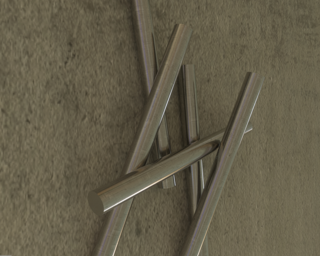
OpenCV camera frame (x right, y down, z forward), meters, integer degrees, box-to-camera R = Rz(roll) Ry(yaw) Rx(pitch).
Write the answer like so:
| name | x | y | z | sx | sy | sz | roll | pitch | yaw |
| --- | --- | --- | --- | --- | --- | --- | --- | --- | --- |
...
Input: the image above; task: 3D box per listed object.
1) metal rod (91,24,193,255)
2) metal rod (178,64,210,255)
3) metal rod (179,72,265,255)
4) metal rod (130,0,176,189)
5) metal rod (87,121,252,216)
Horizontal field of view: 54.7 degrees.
| name | x | y | z | sx | sy | sz | roll | pitch | yaw |
| --- | --- | --- | --- | --- | --- | --- | --- | --- | --- |
| metal rod | -0.020 | 0.017 | 0.367 | 0.025 | 0.025 | 0.299 | 25 | 81 | -38 |
| metal rod | 0.050 | 0.060 | 0.448 | 0.025 | 0.025 | 0.298 | -9 | 96 | -40 |
| metal rod | 0.078 | 0.070 | 0.423 | 0.025 | 0.025 | 0.298 | 16 | 95 | -39 |
| metal rod | -0.012 | -0.069 | 0.396 | 0.025 | 0.025 | 0.298 | -14 | 99 | -39 |
| metal rod | 0.039 | 0.034 | 0.400 | 0.302 | 0.025 | 0.025 | -20 | 103 | -45 |
